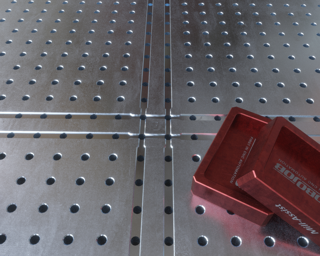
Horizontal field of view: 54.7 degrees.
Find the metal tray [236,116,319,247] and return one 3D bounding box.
[{"bbox_3d":[0.155,0.059,0.325,0.130,0.030,0.090,37,55,0],"label":"metal tray"}]

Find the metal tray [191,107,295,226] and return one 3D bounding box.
[{"bbox_3d":[0.105,0.039,0.372,0.090,0.030,0.130,23,53,18],"label":"metal tray"}]
